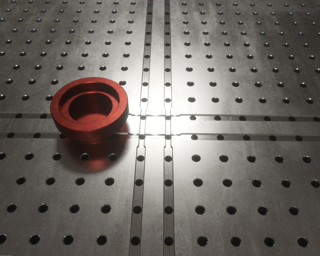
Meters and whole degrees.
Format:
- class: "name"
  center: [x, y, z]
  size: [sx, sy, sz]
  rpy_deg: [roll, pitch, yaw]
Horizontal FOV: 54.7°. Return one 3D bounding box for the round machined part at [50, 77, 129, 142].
- class: "round machined part"
  center: [-0.090, -0.020, 0.412]
  size: [0.099, 0.042, 0.098]
  rpy_deg: [0, 50, 0]
